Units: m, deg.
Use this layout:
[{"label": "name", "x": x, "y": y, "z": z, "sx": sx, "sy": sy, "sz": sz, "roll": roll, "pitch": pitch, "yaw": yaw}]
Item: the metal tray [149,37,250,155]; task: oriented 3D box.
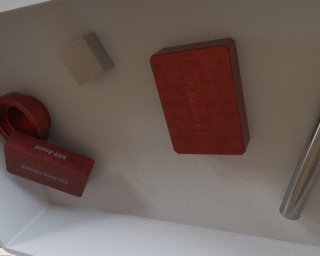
[{"label": "metal tray", "x": 0.049, "y": -0.031, "z": 0.360, "sx": 0.090, "sy": 0.030, "sz": 0.129, "roll": -2, "pitch": 118, "yaw": 28}]

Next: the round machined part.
[{"label": "round machined part", "x": -0.218, "y": -0.014, "z": 0.501, "sx": 0.098, "sy": 0.042, "sz": 0.097, "roll": 13, "pitch": 124, "yaw": 20}]

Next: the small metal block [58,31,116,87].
[{"label": "small metal block", "x": -0.095, "y": -0.088, "z": 0.402, "sx": 0.050, "sy": 0.025, "sz": 0.050, "roll": -21, "pitch": 108, "yaw": 35}]

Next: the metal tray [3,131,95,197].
[{"label": "metal tray", "x": -0.178, "y": 0.061, "z": 0.500, "sx": 0.131, "sy": 0.030, "sz": 0.089, "roll": 22, "pitch": 141, "yaw": -7}]

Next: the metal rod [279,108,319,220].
[{"label": "metal rod", "x": 0.172, "y": -0.018, "z": 0.306, "sx": 0.025, "sy": 0.025, "sz": 0.298, "roll": 17, "pitch": 125, "yaw": 18}]
